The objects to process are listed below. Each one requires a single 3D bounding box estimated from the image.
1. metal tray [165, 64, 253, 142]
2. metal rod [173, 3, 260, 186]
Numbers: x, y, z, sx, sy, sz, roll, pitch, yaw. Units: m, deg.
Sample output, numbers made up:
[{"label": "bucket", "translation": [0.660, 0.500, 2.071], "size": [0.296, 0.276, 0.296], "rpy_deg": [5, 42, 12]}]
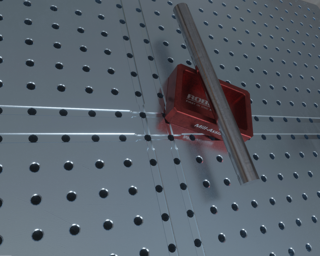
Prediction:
[{"label": "metal tray", "translation": [0.076, -0.034, 0.466], "size": [0.131, 0.030, 0.090], "rpy_deg": [18, 54, -18]}, {"label": "metal rod", "translation": [0.073, -0.063, 0.446], "size": [0.025, 0.025, 0.299], "rpy_deg": [-3, 63, -30]}]
